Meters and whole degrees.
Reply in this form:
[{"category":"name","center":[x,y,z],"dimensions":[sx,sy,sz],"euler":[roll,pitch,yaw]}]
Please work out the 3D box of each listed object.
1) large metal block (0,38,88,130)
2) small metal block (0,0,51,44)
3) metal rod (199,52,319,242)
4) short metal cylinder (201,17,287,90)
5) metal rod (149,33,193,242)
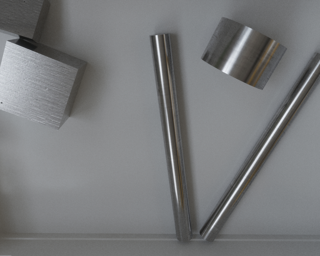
[{"category":"large metal block","center":[-0.144,-0.055,0.376],"dimensions":[0.080,0.050,0.079],"euler":[21,109,-8]},{"category":"small metal block","center":[-0.160,-0.130,0.353],"dimensions":[0.050,0.025,0.050],"euler":[17,90,-7]},{"category":"metal rod","center":[0.137,0.038,0.427],"dimensions":[0.025,0.025,0.298],"euler":[24,108,-9]},{"category":"short metal cylinder","center":[0.094,-0.084,0.352],"dimensions":[0.080,0.080,0.050],"euler":[24,108,-9]},{"category":"metal rod","center":[0.019,0.027,0.421],"dimensions":[0.025,0.025,0.298],"euler":[-7,110,2]}]
